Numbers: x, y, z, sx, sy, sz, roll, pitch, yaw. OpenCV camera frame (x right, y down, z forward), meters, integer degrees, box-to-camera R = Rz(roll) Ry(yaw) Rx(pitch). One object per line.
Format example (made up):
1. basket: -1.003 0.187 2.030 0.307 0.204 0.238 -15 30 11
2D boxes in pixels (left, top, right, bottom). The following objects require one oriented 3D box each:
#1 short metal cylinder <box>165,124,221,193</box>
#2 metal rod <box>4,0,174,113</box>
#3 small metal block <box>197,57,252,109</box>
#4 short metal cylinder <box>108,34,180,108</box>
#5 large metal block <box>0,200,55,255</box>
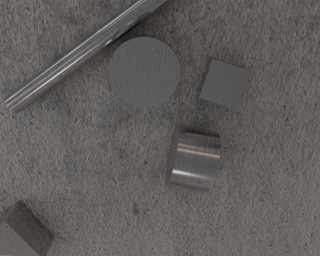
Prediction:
1. short metal cylinder: 0.040 0.039 0.395 0.050 0.080 0.079 11 110 -4
2. metal rod: -0.065 -0.109 0.368 0.300 0.025 0.025 -33 107 11
3. small metal block: 0.079 -0.057 0.389 0.050 0.025 0.050 16 109 -6
4. short metal cylinder: -0.017 -0.070 0.370 0.081 0.050 0.079 0 110 0
5. large metal block: -0.219 0.167 0.456 0.080 0.050 0.080 -31 107 11
